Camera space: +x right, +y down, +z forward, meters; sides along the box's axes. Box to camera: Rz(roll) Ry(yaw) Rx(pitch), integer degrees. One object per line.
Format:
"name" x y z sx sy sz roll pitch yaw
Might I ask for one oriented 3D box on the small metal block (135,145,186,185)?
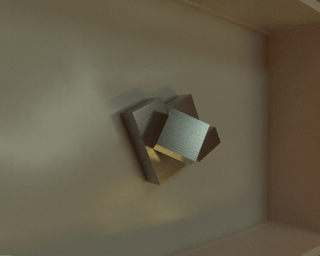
"small metal block" 0.001 0.039 0.408 0.050 0.025 0.050 -31 110 -36

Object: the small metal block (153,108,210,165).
"small metal block" 0.026 0.011 0.380 0.050 0.025 0.050 24 71 -2

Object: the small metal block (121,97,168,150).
"small metal block" -0.015 -0.006 0.394 0.050 0.025 0.050 -31 110 -36

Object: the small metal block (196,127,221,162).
"small metal block" 0.047 0.021 0.429 0.050 0.050 0.025 -35 112 -35

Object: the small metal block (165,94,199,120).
"small metal block" 0.025 -0.014 0.428 0.050 0.025 0.050 -31 110 -36
